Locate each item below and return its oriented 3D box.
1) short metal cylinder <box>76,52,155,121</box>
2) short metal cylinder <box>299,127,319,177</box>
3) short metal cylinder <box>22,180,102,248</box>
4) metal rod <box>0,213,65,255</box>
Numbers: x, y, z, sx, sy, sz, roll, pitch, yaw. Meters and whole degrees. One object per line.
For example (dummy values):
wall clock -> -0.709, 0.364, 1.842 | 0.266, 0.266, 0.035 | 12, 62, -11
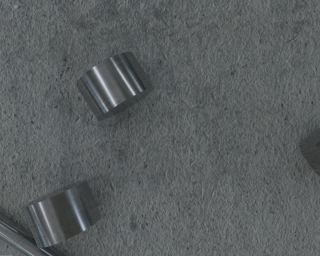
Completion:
short metal cylinder -> -0.054, -0.050, 0.382 | 0.080, 0.080, 0.050 | -31, 90, 0
short metal cylinder -> 0.223, 0.033, 0.384 | 0.050, 0.080, 0.080 | -36, 90, 0
short metal cylinder -> -0.120, 0.103, 0.382 | 0.080, 0.080, 0.050 | -22, 90, 0
metal rod -> -0.159, 0.163, 0.408 | 0.301, 0.025, 0.025 | 34, 90, 0
